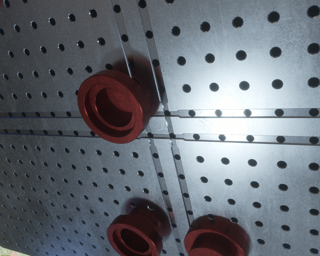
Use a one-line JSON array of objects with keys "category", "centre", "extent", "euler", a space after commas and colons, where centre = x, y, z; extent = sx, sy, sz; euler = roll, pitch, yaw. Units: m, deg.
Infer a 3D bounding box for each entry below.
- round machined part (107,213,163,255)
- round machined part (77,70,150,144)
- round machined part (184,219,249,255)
[{"category": "round machined part", "centre": [-0.039, 0.187, 0.537], "extent": [0.098, 0.042, 0.097], "euler": [13, 124, 21]}, {"category": "round machined part", "centre": [-0.056, -0.031, 0.411], "extent": [0.098, 0.042, 0.097], "euler": [13, 124, 21]}, {"category": "round machined part", "centre": [0.083, 0.192, 0.476], "extent": [0.098, 0.042, 0.097], "euler": [13, 124, 21]}]
